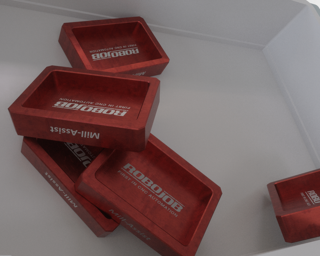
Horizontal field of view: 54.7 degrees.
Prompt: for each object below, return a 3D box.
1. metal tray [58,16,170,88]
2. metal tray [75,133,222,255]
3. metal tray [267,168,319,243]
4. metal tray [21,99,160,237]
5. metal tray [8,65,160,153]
[{"bbox_3d":[-0.061,-0.109,0.435,0.131,0.030,0.090,-20,73,-36],"label":"metal tray"},{"bbox_3d":[-0.008,0.063,0.320,0.130,0.030,0.090,38,51,-3],"label":"metal tray"},{"bbox_3d":[0.181,0.085,0.368,0.130,0.090,0.030,-20,90,-75],"label":"metal tray"},{"bbox_3d":[-0.072,0.040,0.339,0.130,0.030,0.091,47,51,4],"label":"metal tray"},{"bbox_3d":[-0.071,-0.024,0.321,0.131,0.030,0.090,8,40,6],"label":"metal tray"}]
